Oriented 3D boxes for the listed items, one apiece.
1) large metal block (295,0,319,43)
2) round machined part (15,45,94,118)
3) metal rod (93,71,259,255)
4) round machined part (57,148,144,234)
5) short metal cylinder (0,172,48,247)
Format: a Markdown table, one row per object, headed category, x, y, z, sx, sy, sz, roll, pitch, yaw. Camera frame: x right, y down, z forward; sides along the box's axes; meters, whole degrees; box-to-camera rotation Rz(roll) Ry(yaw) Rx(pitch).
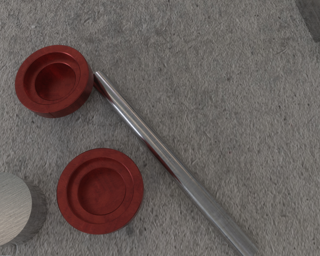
| category | x | y | z | sx | sy | sz | roll | pitch | yaw |
| --- | --- | --- | --- | --- | --- | --- | --- | --- | --- |
| large metal block | 0.265 | -0.183 | 0.464 | 0.081 | 0.050 | 0.080 | -13 | 71 | -5 |
| round machined part | -0.136 | -0.058 | 0.415 | 0.099 | 0.042 | 0.098 | -2 | 71 | 6 |
| metal rod | 0.008 | 0.037 | 0.394 | 0.025 | 0.025 | 0.300 | -38 | 75 | -13 |
| round machined part | -0.068 | 0.076 | 0.371 | 0.099 | 0.042 | 0.098 | 0 | 70 | 0 |
| short metal cylinder | -0.179 | 0.095 | 0.359 | 0.081 | 0.050 | 0.080 | 0 | 70 | 0 |
